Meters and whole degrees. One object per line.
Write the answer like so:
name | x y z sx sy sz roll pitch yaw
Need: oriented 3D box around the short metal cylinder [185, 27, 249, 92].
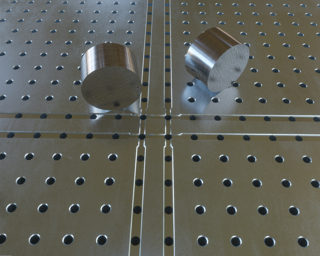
short metal cylinder | 0.084 -0.100 0.457 0.081 0.080 0.050 -29 56 -22

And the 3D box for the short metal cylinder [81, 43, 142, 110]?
short metal cylinder | -0.068 -0.070 0.430 0.081 0.080 0.050 -8 51 -7
